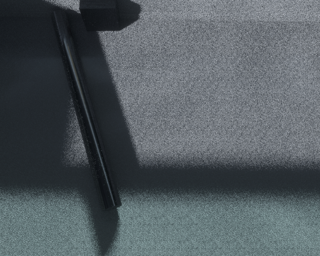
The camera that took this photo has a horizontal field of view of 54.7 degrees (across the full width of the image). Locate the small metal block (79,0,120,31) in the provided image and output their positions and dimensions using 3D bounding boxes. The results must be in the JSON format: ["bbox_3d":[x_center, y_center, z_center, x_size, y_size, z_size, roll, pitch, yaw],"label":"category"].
[{"bbox_3d":[-0.087,-0.169,0.457,0.050,0.050,0.025,-1,70,-1],"label":"small metal block"}]

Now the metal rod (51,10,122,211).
[{"bbox_3d":[-0.105,-0.037,0.421,0.025,0.025,0.299,-17,71,-7],"label":"metal rod"}]
